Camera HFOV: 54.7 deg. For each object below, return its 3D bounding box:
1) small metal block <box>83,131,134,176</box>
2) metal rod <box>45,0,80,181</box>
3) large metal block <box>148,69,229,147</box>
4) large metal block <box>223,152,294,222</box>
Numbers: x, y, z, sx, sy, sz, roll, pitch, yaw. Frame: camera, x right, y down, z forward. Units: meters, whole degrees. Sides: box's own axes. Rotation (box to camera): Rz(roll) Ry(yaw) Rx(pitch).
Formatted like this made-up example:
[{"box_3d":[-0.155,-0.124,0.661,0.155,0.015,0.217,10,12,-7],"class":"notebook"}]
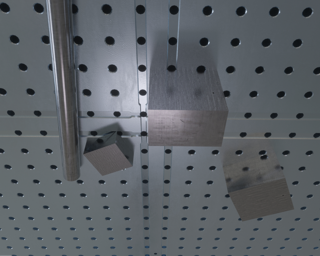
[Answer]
[{"box_3d":[-0.072,0.037,0.443,0.050,0.025,0.050,-19,128,15],"class":"small metal block"},{"box_3d":[-0.114,-0.041,0.375,0.025,0.025,0.298,6,130,-5],"class":"metal rod"},{"box_3d":[0.028,-0.025,0.355,0.081,0.080,0.050,1,130,-1],"class":"large metal block"},{"box_3d":[0.151,0.092,0.475,0.080,0.050,0.080,-19,128,15],"class":"large metal block"}]
